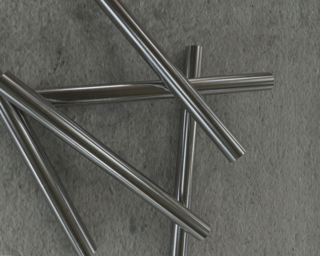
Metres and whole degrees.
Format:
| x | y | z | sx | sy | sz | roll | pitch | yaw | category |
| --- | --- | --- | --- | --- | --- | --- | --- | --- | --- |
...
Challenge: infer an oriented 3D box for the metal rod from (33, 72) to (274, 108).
| x | y | z | sx | sy | sz | roll | pitch | yaw | category |
| --- | --- | --- | --- | --- | --- | --- | --- | --- | --- |
| 0.002 | -0.049 | 0.390 | 0.302 | 0.025 | 0.025 | -6 | 92 | -13 | metal rod |

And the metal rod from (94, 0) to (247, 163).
| x | y | z | sx | sy | sz | roll | pitch | yaw | category |
| --- | --- | --- | --- | --- | --- | --- | --- | --- | --- |
| -0.004 | -0.082 | 0.369 | 0.025 | 0.025 | 0.300 | -39 | 88 | -16 | metal rod |

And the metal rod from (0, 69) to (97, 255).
| x | y | z | sx | sy | sz | roll | pitch | yaw | category |
| --- | --- | --- | --- | --- | --- | --- | --- | --- | --- |
| -0.151 | 0.018 | 0.353 | 0.025 | 0.025 | 0.299 | -28 | 100 | -18 | metal rod |

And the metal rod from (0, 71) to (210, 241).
| x | y | z | sx | sy | sz | roll | pitch | yaw | category |
| --- | --- | --- | --- | --- | --- | --- | --- | --- | --- |
| -0.055 | 0.043 | 0.363 | 0.301 | 0.025 | 0.025 | 40 | 77 | -16 | metal rod |

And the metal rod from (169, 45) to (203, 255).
| x | y | z | sx | sy | sz | roll | pitch | yaw | category |
| --- | --- | --- | --- | --- | --- | --- | --- | --- | --- |
| 0.036 | 0.038 | 0.423 | 0.025 | 0.025 | 0.298 | 5 | 88 | -20 | metal rod |
